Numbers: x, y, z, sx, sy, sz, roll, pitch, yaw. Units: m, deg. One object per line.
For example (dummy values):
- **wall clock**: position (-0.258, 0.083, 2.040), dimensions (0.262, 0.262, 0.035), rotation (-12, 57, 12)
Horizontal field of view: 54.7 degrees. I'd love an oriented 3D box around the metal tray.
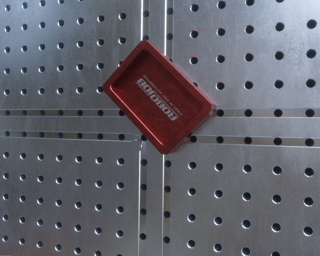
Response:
- **metal tray**: position (-0.003, -0.040, 0.409), dimensions (0.090, 0.030, 0.130), rotation (-46, 76, 14)
